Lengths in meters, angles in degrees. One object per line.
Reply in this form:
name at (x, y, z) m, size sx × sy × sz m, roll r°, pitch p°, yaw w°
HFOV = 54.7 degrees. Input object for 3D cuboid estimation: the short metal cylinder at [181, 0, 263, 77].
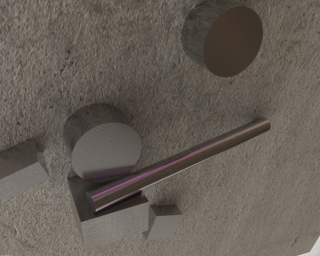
short metal cylinder at (0.073, -0.106, 0.366) m, size 0.081 × 0.050 × 0.079 m, roll -14°, pitch 125°, yaw -21°

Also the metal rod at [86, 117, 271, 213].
metal rod at (0.045, 0.039, 0.422) m, size 0.302 × 0.025 × 0.025 m, roll -20°, pitch 127°, yaw -30°

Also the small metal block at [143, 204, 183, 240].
small metal block at (0.003, 0.153, 0.505) m, size 0.050 × 0.025 × 0.050 m, roll 7°, pitch 115°, yaw -32°

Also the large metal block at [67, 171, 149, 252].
large metal block at (-0.067, 0.097, 0.396) m, size 0.081 × 0.080 × 0.050 m, roll -12°, pitch 124°, yaw -23°

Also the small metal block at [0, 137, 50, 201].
small metal block at (-0.152, 0.042, 0.334) m, size 0.050 × 0.050 × 0.025 m, roll -26°, pitch 128°, yaw -12°

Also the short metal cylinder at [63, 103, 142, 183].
short metal cylinder at (-0.068, 0.017, 0.365) m, size 0.081 × 0.050 × 0.079 m, roll -14°, pitch 124°, yaw -21°
